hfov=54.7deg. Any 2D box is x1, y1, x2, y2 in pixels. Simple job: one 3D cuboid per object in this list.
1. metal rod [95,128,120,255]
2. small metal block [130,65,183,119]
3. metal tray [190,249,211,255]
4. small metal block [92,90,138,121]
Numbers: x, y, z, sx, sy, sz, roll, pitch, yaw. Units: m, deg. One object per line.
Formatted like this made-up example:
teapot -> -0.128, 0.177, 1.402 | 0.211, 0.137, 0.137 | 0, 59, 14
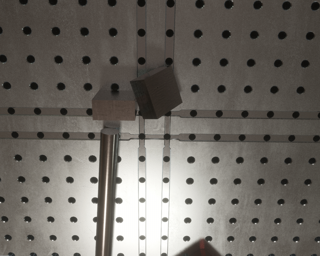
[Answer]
metal rod -> -0.082, 0.143, 0.465 | 0.025, 0.025, 0.298 | 6, 110, -3
small metal block -> -0.003, -0.044, 0.382 | 0.025, 0.050, 0.050 | 1, 118, 44
metal tray -> 0.048, 0.268, 0.510 | 0.130, 0.030, 0.090 | -38, 106, 12
small metal block -> -0.055, -0.029, 0.389 | 0.050, 0.050, 0.025 | 1, 110, -1
